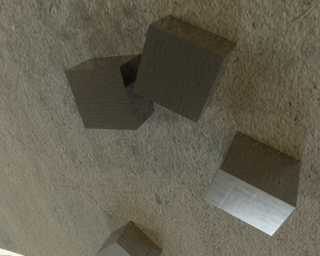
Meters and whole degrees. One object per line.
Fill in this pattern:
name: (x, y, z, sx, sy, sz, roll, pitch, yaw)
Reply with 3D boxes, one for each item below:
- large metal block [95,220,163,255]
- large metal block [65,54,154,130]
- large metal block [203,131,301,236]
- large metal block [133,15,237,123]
large metal block: (-0.057, 0.226, 0.561, 0.080, 0.050, 0.080, 44, 129, -3)
large metal block: (-0.062, -0.045, 0.395, 0.080, 0.050, 0.080, 2, 119, 27)
large metal block: (0.106, 0.059, 0.352, 0.080, 0.080, 0.050, 27, 128, 11)
large metal block: (0.025, -0.065, 0.337, 0.080, 0.050, 0.079, 27, 128, 11)
